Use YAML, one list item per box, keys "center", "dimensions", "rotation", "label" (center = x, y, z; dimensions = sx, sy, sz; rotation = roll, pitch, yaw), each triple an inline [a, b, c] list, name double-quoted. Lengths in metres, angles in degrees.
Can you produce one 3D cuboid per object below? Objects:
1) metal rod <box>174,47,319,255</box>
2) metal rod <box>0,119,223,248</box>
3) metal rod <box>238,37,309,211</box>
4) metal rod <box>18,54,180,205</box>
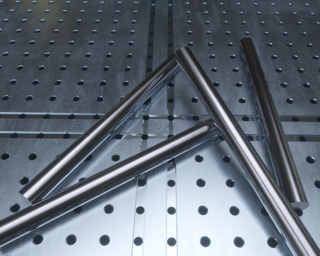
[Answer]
- center: [0.090, 0.012, 0.371]
  dimensions: [0.025, 0.025, 0.299]
  rotation: [-18, 61, -15]
  label: "metal rod"
- center: [-0.041, 0.051, 0.364]
  dimensions: [0.302, 0.025, 0.025]
  rotation: [-25, 55, -20]
  label: "metal rod"
- center: [0.148, -0.029, 0.432]
  dimensions: [0.025, 0.025, 0.300]
  rotation: [0, 50, 0]
  label: "metal rod"
- center: [-0.060, -0.015, 0.419]
  dimensions: [0.025, 0.025, 0.301]
  rotation: [29, 55, 22]
  label: "metal rod"
